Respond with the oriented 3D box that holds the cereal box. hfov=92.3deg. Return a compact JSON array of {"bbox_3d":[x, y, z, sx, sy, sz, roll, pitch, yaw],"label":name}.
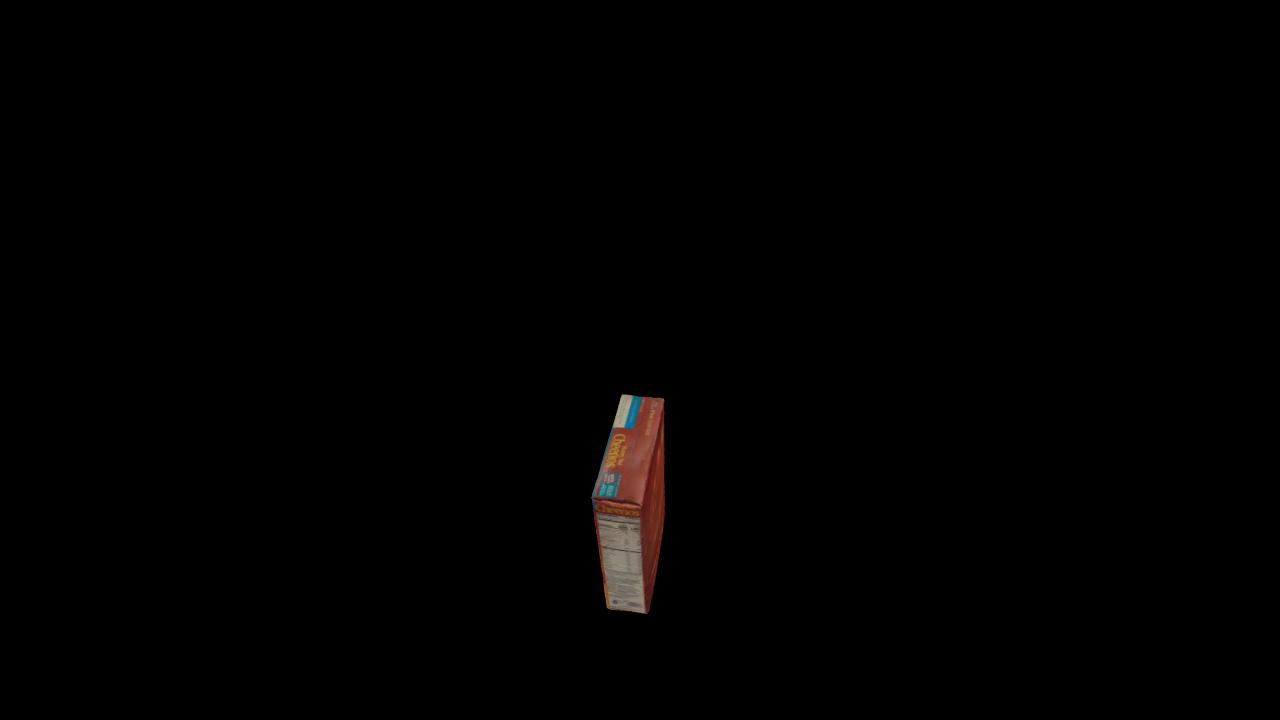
[{"bbox_3d":[-0.009,0.231,0.971,0.081,0.306,0.203,5,42,9],"label":"cereal box"}]
